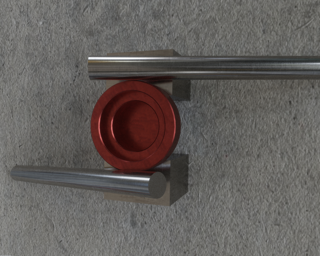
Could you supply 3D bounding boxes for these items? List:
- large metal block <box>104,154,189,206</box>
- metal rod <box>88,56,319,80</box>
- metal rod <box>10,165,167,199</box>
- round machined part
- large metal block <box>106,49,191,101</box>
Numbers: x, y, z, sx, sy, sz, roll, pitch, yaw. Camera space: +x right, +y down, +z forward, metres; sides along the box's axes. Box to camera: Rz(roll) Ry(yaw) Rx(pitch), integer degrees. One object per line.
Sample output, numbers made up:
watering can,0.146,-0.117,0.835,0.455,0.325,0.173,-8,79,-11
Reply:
large metal block,-0.013,0.059,0.385,0.080,0.080,0.050,1,91,19
metal rod,0.079,-0.063,0.325,0.302,0.025,0.025,-1,90,-3
metal rod,-0.113,0.062,0.390,0.300,0.025,0.025,-5,89,42
round machined part,-0.024,-0.002,0.346,0.098,0.042,0.097,0,90,19
large metal block,-0.011,-0.061,0.384,0.080,0.080,0.050,1,91,19
